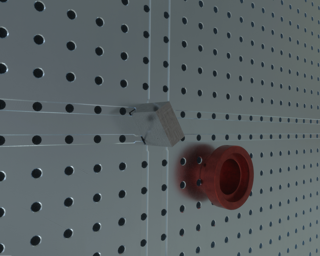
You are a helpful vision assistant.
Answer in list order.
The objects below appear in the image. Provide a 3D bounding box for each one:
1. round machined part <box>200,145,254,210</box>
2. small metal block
[{"bbox_3d":[0.101,0.075,0.486,0.099,0.042,0.097,0,90,-40],"label":"round machined part"},{"bbox_3d":[-0.003,-0.005,0.392,0.025,0.050,0.050,-39,114,-33],"label":"small metal block"}]
